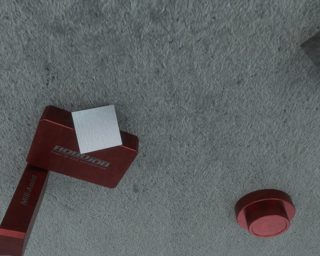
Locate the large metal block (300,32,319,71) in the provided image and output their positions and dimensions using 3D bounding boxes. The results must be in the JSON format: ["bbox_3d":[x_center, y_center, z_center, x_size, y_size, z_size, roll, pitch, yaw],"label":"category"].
[{"bbox_3d":[0.214,-0.077,0.329,0.080,0.050,0.080,37,121,-27],"label":"large metal block"}]

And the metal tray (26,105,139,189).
[{"bbox_3d":[-0.106,0.031,0.429,0.131,0.030,0.089,21,127,-18],"label":"metal tray"}]

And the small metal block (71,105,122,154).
[{"bbox_3d":[-0.078,0.001,0.380,0.050,0.025,0.050,-13,94,-18],"label":"small metal block"}]

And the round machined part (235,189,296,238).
[{"bbox_3d":[0.181,0.151,0.528,0.099,0.042,0.097,-1,130,0],"label":"round machined part"}]

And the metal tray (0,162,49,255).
[{"bbox_3d":[-0.187,0.112,0.431,0.030,0.130,0.089,16,128,-14],"label":"metal tray"}]
